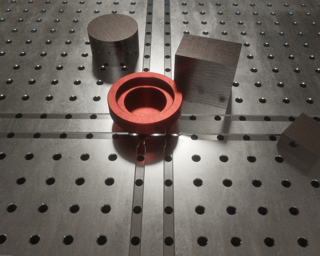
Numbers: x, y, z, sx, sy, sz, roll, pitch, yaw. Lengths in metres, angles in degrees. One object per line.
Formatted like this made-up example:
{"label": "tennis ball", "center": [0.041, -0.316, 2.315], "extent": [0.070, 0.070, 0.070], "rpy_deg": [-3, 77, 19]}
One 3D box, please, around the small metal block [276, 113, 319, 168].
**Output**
{"label": "small metal block", "center": [0.189, 0.014, 0.398], "extent": [0.050, 0.025, 0.050], "rpy_deg": [-37, 59, -27]}

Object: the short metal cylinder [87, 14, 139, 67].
{"label": "short metal cylinder", "center": [-0.076, -0.145, 0.513], "extent": [0.081, 0.050, 0.080], "rpy_deg": [0, 50, 0]}

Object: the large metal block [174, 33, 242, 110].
{"label": "large metal block", "center": [0.065, -0.079, 0.439], "extent": [0.080, 0.080, 0.050], "rpy_deg": [13, 51, 10]}

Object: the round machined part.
{"label": "round machined part", "center": [-0.019, -0.029, 0.421], "extent": [0.099, 0.042, 0.098], "rpy_deg": [0, 50, 0]}
